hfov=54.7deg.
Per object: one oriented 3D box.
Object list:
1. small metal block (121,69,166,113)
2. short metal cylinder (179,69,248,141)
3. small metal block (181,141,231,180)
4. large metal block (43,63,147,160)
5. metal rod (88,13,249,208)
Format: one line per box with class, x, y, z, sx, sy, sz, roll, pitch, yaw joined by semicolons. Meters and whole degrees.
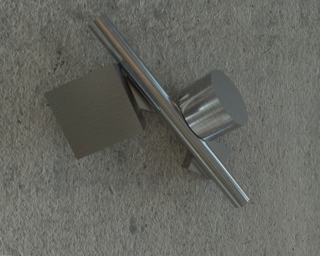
small metal block;-0.025;-0.049;0.402;0.050;0.025;0.050;13;86;-20
short metal cylinder;0.070;-0.029;0.403;0.080;0.050;0.080;33;42;-35
small metal block;0.065;0.042;0.436;0.050;0.025;0.050;26;81;-19
large metal block;-0.070;-0.021;0.354;0.080;0.050;0.080;-23;100;5
metal rod;0.020;-0.012;0.392;0.025;0.025;0.300;-43;104;-15
